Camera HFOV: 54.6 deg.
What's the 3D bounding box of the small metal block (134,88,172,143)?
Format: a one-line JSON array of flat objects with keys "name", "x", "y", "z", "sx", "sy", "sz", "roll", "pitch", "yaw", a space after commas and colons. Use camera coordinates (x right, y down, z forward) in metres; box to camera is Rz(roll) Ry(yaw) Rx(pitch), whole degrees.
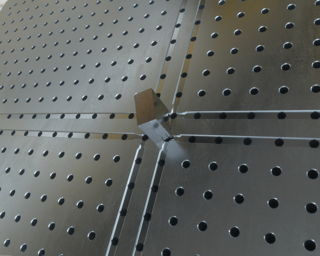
[{"name": "small metal block", "x": -0.009, "y": -0.016, "z": 0.407, "sx": 0.025, "sy": 0.050, "sz": 0.050, "roll": -20, "pitch": 54, "yaw": 16}]
